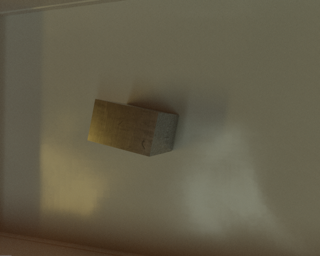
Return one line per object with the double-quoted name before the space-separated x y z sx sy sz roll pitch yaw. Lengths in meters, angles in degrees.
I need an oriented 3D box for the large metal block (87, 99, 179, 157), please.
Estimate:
"large metal block" -0.030 -0.001 0.388 0.080 0.080 0.050 13 95 19
